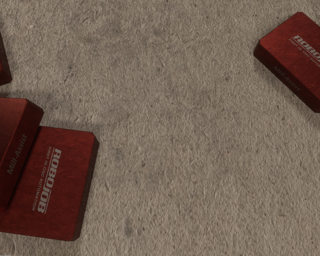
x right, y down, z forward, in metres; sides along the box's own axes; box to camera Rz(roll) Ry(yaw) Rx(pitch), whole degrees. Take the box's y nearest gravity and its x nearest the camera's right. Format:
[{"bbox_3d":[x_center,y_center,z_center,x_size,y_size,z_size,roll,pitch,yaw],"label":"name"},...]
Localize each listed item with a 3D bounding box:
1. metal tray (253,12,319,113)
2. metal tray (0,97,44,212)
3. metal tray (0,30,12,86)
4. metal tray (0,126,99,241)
[{"bbox_3d":[0.213,-0.096,0.443,0.090,0.030,0.130,-37,75,-13],"label":"metal tray"},{"bbox_3d":[-0.205,0.027,0.376,0.090,0.030,0.130,4,68,25],"label":"metal tray"},{"bbox_3d":[-0.275,-0.112,0.443,0.091,0.030,0.130,-20,71,-8],"label":"metal tray"},{"bbox_3d":[-0.133,0.065,0.380,0.091,0.030,0.130,7,70,2],"label":"metal tray"}]
